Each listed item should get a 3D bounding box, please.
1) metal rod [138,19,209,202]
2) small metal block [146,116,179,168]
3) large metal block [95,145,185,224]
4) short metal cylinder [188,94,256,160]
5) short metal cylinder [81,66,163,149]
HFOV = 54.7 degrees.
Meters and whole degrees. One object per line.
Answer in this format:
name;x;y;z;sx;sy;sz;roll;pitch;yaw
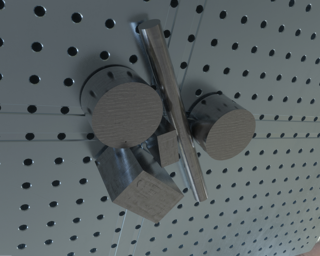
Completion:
metal rod;0.028;0.000;0.422;0.025;0.025;0.299;-28;128;-11
small metal block;0.000;0.014;0.399;0.025;0.050;0.050;-20;126;-17
large metal block;-0.027;0.064;0.395;0.050;0.080;0.080;-47;129;5
short metal cylinder;0.086;-0.001;0.436;0.081;0.050;0.079;-14;124;-21
short metal cylinder;-0.044;-0.024;0.352;0.081;0.050;0.079;-14;124;-21
